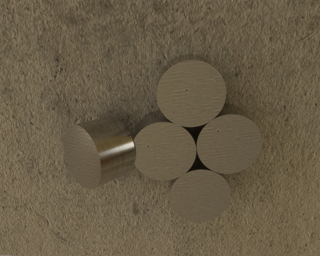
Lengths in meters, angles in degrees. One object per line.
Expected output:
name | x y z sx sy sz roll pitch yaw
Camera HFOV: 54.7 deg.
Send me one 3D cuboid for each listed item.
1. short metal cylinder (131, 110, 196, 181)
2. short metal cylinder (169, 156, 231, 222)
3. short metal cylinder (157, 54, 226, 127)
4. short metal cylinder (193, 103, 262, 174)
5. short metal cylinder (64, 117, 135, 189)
short metal cylinder | 0.005 0.021 0.405 0.081 0.050 0.079 0 110 0
short metal cylinder | 0.053 0.081 0.428 0.081 0.050 0.079 0 110 0
short metal cylinder | 0.036 -0.047 0.380 0.081 0.050 0.079 0 110 0
short metal cylinder | 0.085 0.012 0.403 0.081 0.050 0.079 0 110 0
short metal cylinder | -0.076 0.029 0.386 0.080 0.050 0.079 17 115 41
